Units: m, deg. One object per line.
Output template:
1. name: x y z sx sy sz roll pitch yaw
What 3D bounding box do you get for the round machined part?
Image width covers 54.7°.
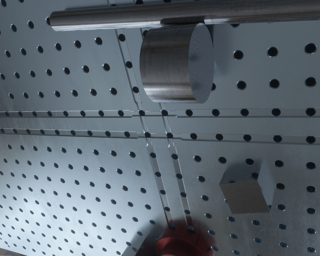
1. round machined part: 0.035 0.218 0.515 0.098 0.042 0.097 13 124 20

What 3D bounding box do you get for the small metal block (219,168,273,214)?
1. small metal block: 0.112 0.083 0.403 0.050 0.025 0.050 -14 112 33

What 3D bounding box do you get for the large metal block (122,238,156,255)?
1. large metal block: -0.030 0.262 0.571 0.080 0.050 0.080 43 129 -2

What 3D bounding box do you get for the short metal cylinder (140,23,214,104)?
1. short metal cylinder: 0.021 -0.066 0.323 0.050 0.080 0.079 3 120 26

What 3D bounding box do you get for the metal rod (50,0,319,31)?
1. metal rod: 0.005 -0.121 0.332 0.301 0.025 0.025 6 121 24
